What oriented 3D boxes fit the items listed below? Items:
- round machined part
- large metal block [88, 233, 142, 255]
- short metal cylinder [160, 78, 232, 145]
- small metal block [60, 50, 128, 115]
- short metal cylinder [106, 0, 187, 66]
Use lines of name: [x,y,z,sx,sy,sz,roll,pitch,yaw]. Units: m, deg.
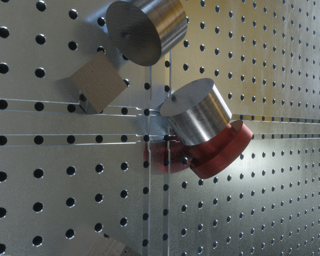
round machined part: [0.077,0.022,0.432,0.042,0.098,0.098,46,60,-4]
large metal block: [-0.049,0.181,0.353,0.080,0.050,0.080,48,62,-30]
short metal cylinder: [0.047,-0.022,0.412,0.080,0.080,0.050,-49,117,-29]
small metal block: [-0.073,-0.050,0.348,0.050,0.025,0.050,-49,119,-29]
short metal cylinder: [-0.016,-0.119,0.360,0.050,0.080,0.080,-47,118,-30]
